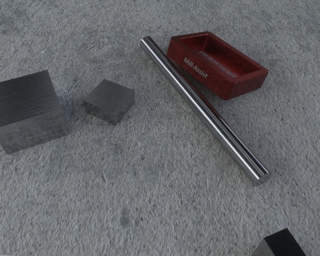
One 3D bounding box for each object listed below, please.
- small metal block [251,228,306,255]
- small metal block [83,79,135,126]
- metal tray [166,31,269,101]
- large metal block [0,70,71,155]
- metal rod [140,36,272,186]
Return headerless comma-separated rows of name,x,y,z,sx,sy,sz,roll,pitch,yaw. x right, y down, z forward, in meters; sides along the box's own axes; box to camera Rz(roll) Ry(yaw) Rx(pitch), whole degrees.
small metal block,0.113,0.127,0.281,0.025,0.050,0.050,-17,52,-14
small metal block,-0.070,-0.037,0.433,0.050,0.025,0.050,23,53,17
metal tray,0.085,-0.099,0.467,0.091,0.030,0.130,-21,53,-36
large metal block,-0.172,-0.022,0.404,0.081,0.050,0.080,-19,53,-16
metal rod,0.048,-0.043,0.439,0.025,0.025,0.300,-22,54,-18
